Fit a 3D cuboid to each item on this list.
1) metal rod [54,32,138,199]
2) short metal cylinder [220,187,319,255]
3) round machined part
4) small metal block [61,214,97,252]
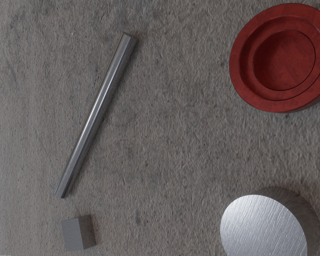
[{"bbox_3d":[-0.107,-0.008,0.490,0.025,0.025,0.298,42,115,31],"label":"metal rod"},{"bbox_3d":[0.107,0.101,0.300,0.080,0.050,0.079,0,90,39],"label":"short metal cylinder"},{"bbox_3d":[0.120,-0.063,0.294,0.098,0.042,0.097,0,90,39],"label":"round machined part"},{"bbox_3d":[-0.135,0.174,0.514,0.050,0.025,0.050,-22,77,37],"label":"small metal block"}]
